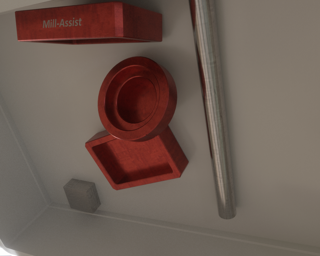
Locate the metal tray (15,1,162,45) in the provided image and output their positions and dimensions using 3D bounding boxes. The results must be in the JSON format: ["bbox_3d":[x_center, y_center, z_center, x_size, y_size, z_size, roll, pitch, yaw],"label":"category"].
[{"bbox_3d":[-0.074,-0.108,0.333,0.130,0.090,0.030,5,104,25],"label":"metal tray"}]

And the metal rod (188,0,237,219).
[{"bbox_3d":[0.066,-0.012,0.365,0.025,0.025,0.298,2,120,27],"label":"metal rod"}]

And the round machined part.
[{"bbox_3d":[-0.023,-0.032,0.369,0.098,0.042,0.097,-5,80,29],"label":"round machined part"}]

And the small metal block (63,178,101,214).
[{"bbox_3d":[-0.139,0.121,0.555,0.050,0.025,0.050,5,121,25],"label":"small metal block"}]

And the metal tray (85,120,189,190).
[{"bbox_3d":[-0.036,0.037,0.445,0.130,0.030,0.090,-18,109,35],"label":"metal tray"}]
